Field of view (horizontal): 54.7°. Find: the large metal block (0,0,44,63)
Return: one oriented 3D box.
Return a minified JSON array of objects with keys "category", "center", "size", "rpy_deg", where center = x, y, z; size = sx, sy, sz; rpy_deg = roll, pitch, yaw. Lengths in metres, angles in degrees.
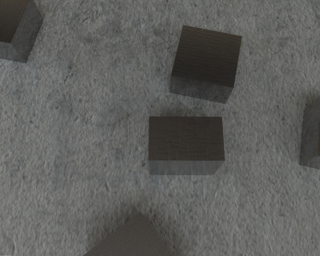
[{"category":"large metal block","center":[-0.228,-0.147,0.446],"size":[0.080,0.050,0.080],"rpy_deg":[11,70,3]}]

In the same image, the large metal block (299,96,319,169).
[{"category":"large metal block","center":[0.231,0.012,0.393],"size":[0.080,0.050,0.080],"rpy_deg":[13,70,4]}]

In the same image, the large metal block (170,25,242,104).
[{"category":"large metal block","center":[0.062,-0.087,0.427],"size":[0.080,0.050,0.080],"rpy_deg":[12,70,4]}]

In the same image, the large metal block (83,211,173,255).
[{"category":"large metal block","center":[-0.029,0.151,0.339],"size":[0.080,0.050,0.080],"rpy_deg":[-36,74,-12]}]

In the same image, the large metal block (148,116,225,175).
[{"category":"large metal block","center":[0.028,0.024,0.370],"size":[0.081,0.080,0.050],"rpy_deg":[0,70,0]}]
